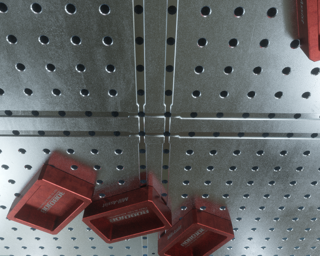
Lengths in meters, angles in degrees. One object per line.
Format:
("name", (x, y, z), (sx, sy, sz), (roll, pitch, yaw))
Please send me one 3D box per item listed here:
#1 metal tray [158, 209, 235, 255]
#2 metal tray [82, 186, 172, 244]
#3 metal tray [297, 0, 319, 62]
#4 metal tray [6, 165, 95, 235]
("metal tray", (0.065, 0.210, 0.588), (0.090, 0.030, 0.129), (24, 126, -20))
("metal tray", (-0.055, 0.154, 0.538), (0.130, 0.030, 0.090), (-19, 128, 15))
("metal tray", (0.182, -0.136, 0.294), (0.090, 0.030, 0.130), (-15, 129, 12))
("metal tray", (-0.180, 0.122, 0.509), (0.090, 0.030, 0.129), (31, 123, -24))
